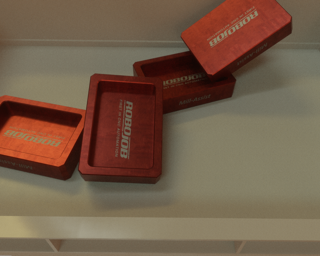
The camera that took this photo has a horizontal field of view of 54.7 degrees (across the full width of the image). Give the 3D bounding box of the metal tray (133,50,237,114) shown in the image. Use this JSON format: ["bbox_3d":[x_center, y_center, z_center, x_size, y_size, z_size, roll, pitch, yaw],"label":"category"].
[{"bbox_3d":[0.034,-0.073,0.463,0.131,0.030,0.090,-15,52,-13],"label":"metal tray"}]

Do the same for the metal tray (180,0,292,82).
[{"bbox_3d":[0.106,-0.136,0.443,0.130,0.030,0.090,-34,64,11],"label":"metal tray"}]

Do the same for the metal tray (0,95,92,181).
[{"bbox_3d":[-0.161,0.009,0.392,0.131,0.030,0.090,11,51,8],"label":"metal tray"}]

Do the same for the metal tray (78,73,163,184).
[{"bbox_3d":[-0.043,-0.001,0.374,0.091,0.030,0.130,4,65,-5],"label":"metal tray"}]
